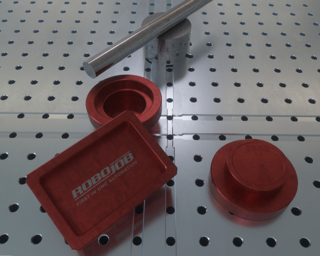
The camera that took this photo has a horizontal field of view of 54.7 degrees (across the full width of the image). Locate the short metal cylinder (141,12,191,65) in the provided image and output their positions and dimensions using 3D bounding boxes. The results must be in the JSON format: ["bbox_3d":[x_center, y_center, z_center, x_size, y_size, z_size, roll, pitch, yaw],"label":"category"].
[{"bbox_3d":[0.010,-0.150,0.518,0.081,0.050,0.080,0,50,0],"label":"short metal cylinder"}]

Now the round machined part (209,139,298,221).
[{"bbox_3d":[0.108,0.051,0.354,0.099,0.042,0.098,0,50,0],"label":"round machined part"}]

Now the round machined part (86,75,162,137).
[{"bbox_3d":[-0.046,-0.024,0.417,0.099,0.042,0.098,0,50,0],"label":"round machined part"}]

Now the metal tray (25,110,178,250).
[{"bbox_3d":[-0.059,0.052,0.330,0.131,0.030,0.090,-35,80,-19],"label":"metal tray"}]

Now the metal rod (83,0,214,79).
[{"bbox_3d":[0.006,-0.162,0.479,0.025,0.025,0.302,34,58,25],"label":"metal rod"}]
